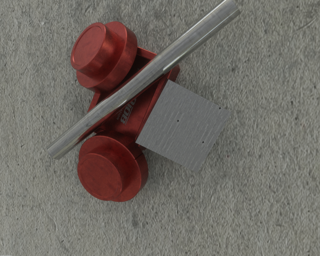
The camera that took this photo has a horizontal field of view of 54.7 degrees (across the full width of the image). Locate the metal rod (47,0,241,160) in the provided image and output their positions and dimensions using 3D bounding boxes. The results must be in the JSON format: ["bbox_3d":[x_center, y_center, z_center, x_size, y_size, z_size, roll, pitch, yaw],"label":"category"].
[{"bbox_3d":[-0.032,-0.053,0.390,0.300,0.025,0.025,-37,78,16],"label":"metal rod"}]

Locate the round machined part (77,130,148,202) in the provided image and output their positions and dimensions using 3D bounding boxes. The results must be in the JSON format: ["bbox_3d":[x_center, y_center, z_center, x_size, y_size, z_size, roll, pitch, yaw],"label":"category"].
[{"bbox_3d":[-0.068,0.056,0.407,0.098,0.042,0.097,10,115,23],"label":"round machined part"}]

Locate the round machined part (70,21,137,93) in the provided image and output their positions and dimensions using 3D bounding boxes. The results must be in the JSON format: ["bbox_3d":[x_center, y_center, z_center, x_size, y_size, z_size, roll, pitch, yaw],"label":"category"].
[{"bbox_3d":[-0.080,-0.098,0.408,0.098,0.042,0.098,-19,59,34],"label":"round machined part"}]

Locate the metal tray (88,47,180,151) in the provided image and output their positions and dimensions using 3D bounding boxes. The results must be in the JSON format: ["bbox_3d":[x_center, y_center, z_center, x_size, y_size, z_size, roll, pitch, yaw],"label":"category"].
[{"bbox_3d":[-0.040,-0.043,0.421,0.090,0.030,0.129,26,98,18],"label":"metal tray"}]

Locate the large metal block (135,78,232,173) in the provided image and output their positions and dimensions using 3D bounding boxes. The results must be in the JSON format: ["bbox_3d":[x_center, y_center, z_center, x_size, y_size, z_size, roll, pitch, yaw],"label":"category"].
[{"bbox_3d":[0.026,-0.005,0.372,0.080,0.050,0.080,27,99,-7],"label":"large metal block"}]
